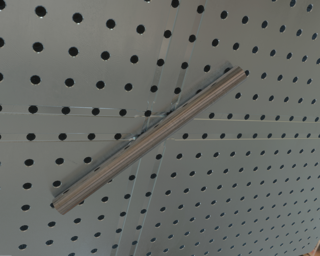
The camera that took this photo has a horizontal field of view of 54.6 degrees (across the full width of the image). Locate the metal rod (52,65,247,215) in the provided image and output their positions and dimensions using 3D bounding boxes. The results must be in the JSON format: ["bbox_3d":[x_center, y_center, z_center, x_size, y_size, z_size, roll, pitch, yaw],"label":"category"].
[{"bbox_3d":[-0.010,0.014,0.412,0.301,0.025,0.025,-36,129,-4],"label":"metal rod"}]
